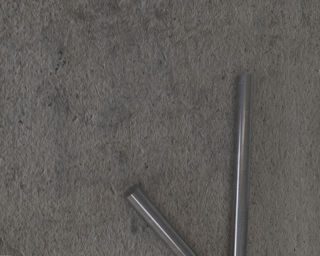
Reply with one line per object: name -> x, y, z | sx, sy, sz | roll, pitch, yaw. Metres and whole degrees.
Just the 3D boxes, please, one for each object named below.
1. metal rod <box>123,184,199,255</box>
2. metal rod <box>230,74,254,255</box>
metal rod -> 0.053, 0.195, 0.429 | 0.025, 0.025, 0.300 | -42, 103, -15
metal rod -> 0.119, 0.072, 0.453 | 0.025, 0.025, 0.298 | 3, 89, -20
